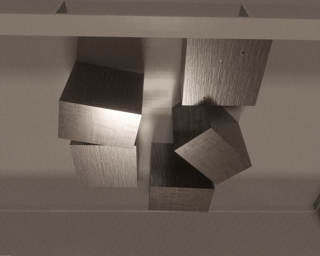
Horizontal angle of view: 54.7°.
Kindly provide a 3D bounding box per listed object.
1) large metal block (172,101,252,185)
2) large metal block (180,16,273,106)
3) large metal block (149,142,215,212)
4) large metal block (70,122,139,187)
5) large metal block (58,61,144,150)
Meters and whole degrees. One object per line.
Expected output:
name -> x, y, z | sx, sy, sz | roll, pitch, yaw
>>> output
large metal block -> 0.061, 0.009, 0.382 | 0.050, 0.080, 0.080 | -35, 122, 25
large metal block -> 0.065, -0.071, 0.333 | 0.081, 0.050, 0.079 | 0, 130, -1
large metal block -> 0.026, 0.067, 0.431 | 0.081, 0.080, 0.050 | 3, 130, -3
large metal block -> -0.071, 0.035, 0.422 | 0.081, 0.050, 0.079 | 1, 130, -1
large metal block -> -0.063, -0.027, 0.349 | 0.081, 0.080, 0.050 | 10, 129, -9
